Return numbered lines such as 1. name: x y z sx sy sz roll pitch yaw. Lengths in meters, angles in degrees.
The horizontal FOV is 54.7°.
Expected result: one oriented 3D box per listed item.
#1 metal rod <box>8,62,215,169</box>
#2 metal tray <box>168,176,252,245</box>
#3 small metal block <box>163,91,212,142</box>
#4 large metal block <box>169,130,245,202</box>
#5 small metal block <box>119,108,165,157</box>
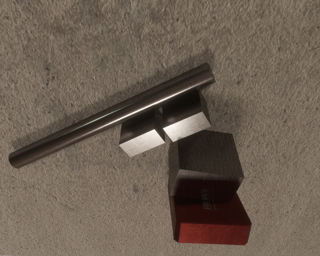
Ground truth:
1. metal rod: -0.074 -0.009 0.398 0.300 0.025 0.025 -23 127 17
2. metal tray: 0.061 0.102 0.425 0.091 0.130 0.030 4 110 -4
3. small metal block: 0.031 -0.017 0.377 0.050 0.050 0.025 -23 127 18
4. large metal block: 0.057 0.047 0.412 0.081 0.080 0.050 9 130 -8
5. small metal block: -0.022 0.003 0.393 0.050 0.050 0.025 -24 126 18
